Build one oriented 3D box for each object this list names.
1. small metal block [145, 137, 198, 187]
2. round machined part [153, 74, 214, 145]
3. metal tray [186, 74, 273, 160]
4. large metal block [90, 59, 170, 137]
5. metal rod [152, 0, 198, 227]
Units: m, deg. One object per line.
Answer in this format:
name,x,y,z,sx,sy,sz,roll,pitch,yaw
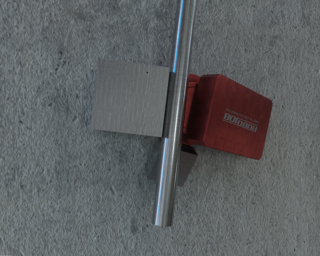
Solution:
small metal block,0.014,0.045,0.405,0.050,0.025,0.050,17,110,-19
round machined part,0.037,-0.025,0.415,0.099,0.042,0.097,0,90,-20
metal tray,0.099,-0.011,0.421,0.131,0.030,0.090,16,85,-40
large metal block,-0.034,-0.033,0.373,0.081,0.050,0.080,7,88,-2
metal rod,0.020,-0.036,0.373,0.025,0.025,0.298,8,85,-20
